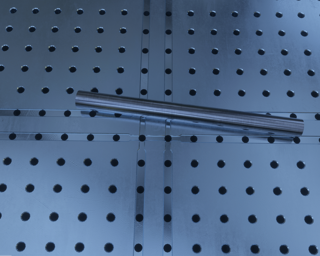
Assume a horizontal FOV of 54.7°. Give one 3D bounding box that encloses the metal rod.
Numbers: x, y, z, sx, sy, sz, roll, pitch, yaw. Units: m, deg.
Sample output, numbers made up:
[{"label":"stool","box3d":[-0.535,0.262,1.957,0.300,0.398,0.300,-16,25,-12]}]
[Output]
[{"label":"metal rod","box3d":[0.038,-0.020,0.419,0.302,0.025,0.025,8,70,2]}]
